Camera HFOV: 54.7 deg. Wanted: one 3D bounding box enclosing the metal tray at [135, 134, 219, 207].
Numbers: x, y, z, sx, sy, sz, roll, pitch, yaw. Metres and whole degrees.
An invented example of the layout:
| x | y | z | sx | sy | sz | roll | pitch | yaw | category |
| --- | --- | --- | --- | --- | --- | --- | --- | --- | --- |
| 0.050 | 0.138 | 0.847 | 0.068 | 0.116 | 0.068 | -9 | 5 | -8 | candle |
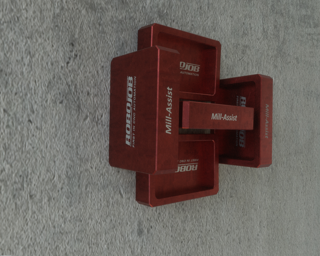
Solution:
| x | y | z | sx | sy | sz | roll | pitch | yaw | category |
| --- | --- | --- | --- | --- | --- | --- | --- | --- | --- |
| 0.028 | 0.053 | 0.428 | 0.131 | 0.030 | 0.089 | 1 | 89 | -40 | metal tray |

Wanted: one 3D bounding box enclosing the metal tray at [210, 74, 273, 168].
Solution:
| x | y | z | sx | sy | sz | roll | pitch | yaw | category |
| --- | --- | --- | --- | --- | --- | --- | --- | --- | --- |
| 0.119 | -0.010 | 0.463 | 0.030 | 0.090 | 0.129 | 2 | 89 | -40 | metal tray |

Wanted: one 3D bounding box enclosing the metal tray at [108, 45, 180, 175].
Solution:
| x | y | z | sx | sy | sz | roll | pitch | yaw | category |
| --- | --- | --- | --- | --- | --- | --- | --- | --- | --- |
| -0.020 | -0.018 | 0.347 | 0.030 | 0.090 | 0.129 | 2 | 90 | -41 | metal tray |

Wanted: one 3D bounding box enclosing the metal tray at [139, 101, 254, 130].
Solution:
| x | y | z | sx | sy | sz | roll | pitch | yaw | category |
| --- | --- | --- | --- | --- | --- | --- | --- | --- | --- |
| 0.049 | -0.014 | 0.406 | 0.131 | 0.090 | 0.030 | 1 | 91 | -40 | metal tray |

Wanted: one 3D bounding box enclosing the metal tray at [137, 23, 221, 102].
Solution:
| x | y | z | sx | sy | sz | roll | pitch | yaw | category |
| --- | --- | --- | --- | --- | --- | --- | --- | --- | --- |
| 0.030 | -0.084 | 0.427 | 0.131 | 0.030 | 0.089 | 0 | 93 | -40 | metal tray |
